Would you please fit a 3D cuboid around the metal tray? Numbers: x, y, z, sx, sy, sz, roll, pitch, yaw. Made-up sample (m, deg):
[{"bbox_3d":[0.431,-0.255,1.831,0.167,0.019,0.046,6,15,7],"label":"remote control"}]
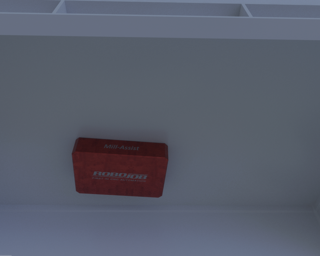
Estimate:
[{"bbox_3d":[-0.058,0.061,0.457,0.131,0.030,0.089,4,130,-4],"label":"metal tray"}]
